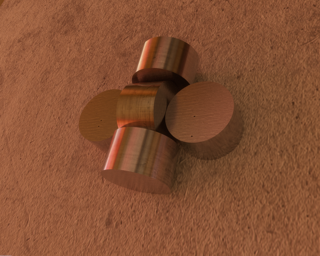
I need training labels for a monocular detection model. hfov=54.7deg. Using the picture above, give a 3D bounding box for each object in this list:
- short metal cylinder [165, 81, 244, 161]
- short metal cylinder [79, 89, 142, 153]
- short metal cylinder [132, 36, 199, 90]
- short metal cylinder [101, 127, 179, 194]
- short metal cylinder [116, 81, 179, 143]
[{"bbox_3d":[0.053,-0.008,0.366,0.080,0.050,0.080,-13,56,21],"label":"short metal cylinder"},{"bbox_3d":[-0.063,-0.006,0.427,0.080,0.050,0.080,-13,56,20],"label":"short metal cylinder"},{"bbox_3d":[0.008,-0.075,0.413,0.080,0.080,0.050,0,62,28],"label":"short metal cylinder"},{"bbox_3d":[-0.022,0.040,0.358,0.080,0.080,0.050,0,61,28],"label":"short metal cylinder"},{"bbox_3d":[-0.010,-0.018,0.387,0.050,0.080,0.080,0,62,29],"label":"short metal cylinder"}]
